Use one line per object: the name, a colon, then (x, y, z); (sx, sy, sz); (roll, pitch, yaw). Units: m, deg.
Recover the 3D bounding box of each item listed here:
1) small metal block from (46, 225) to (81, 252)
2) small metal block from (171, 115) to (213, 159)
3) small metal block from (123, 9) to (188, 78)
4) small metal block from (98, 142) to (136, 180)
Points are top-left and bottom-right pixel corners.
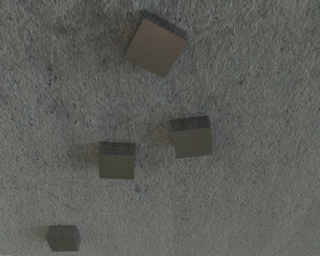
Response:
small metal block: (-0.181, 0.208, 0.583); (0.050, 0.025, 0.050); (-1, 130, 0)
small metal block: (0.043, 0.013, 0.418); (0.050, 0.025, 0.050); (-7, 130, 5)
small metal block: (-0.005, -0.089, 0.331); (0.050, 0.025, 0.050); (23, 127, -18)
small metal block: (-0.061, 0.048, 0.447); (0.050, 0.025, 0.050); (3, 130, -3)
